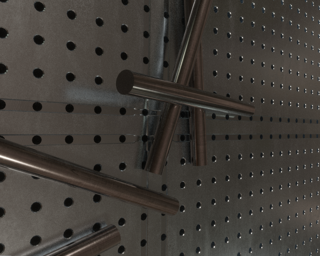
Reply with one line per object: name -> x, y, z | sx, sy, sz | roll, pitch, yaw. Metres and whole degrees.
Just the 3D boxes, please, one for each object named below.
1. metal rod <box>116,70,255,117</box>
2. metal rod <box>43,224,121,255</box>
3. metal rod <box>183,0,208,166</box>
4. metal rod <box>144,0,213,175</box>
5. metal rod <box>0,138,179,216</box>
metal rod -> 0.060, -0.038, 0.421 | 0.302, 0.025, 0.025 | 4, 88, -51
metal rod -> -0.167, 0.155, 0.270 | 0.302, 0.025, 0.025 | -15, 100, -39
metal rod -> 0.051, -0.094, 0.454 | 0.025, 0.025, 0.298 | -5, 93, -40
metal rod -> 0.033, -0.085, 0.418 | 0.025, 0.025, 0.299 | 21, 83, -39
metal rod -> -0.089, 0.053, 0.335 | 0.301, 0.025, 0.025 | 28, 73, -37
